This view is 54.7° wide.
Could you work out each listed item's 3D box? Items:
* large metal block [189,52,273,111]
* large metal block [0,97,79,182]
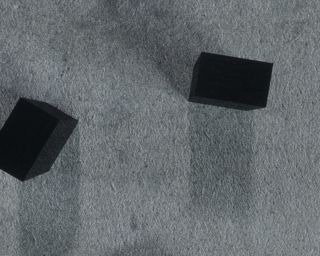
[{"bbox_3d":[0.082,-0.054,0.383,0.080,0.080,0.050,9,90,0],"label":"large metal block"},{"bbox_3d":[-0.153,0.012,0.381,0.050,0.080,0.080,31,90,0],"label":"large metal block"}]
